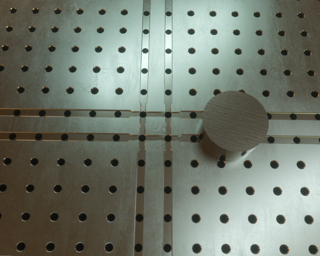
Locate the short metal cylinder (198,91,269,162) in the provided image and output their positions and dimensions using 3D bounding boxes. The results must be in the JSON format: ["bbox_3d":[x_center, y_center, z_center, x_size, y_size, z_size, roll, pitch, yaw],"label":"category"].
[{"bbox_3d":[0.092,-0.001,0.400,0.081,0.050,0.080,0,70,0],"label":"short metal cylinder"}]
